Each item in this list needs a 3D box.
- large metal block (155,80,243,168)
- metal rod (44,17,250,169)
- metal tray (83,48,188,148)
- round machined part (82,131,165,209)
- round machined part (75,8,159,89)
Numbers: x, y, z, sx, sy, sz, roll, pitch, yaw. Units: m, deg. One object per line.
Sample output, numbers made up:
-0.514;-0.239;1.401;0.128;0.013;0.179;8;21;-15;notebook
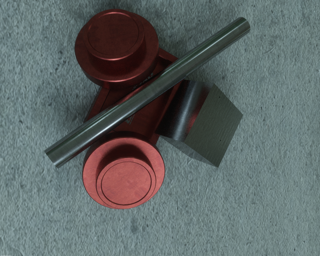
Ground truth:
0.053;-0.005;0.402;0.080;0.050;0.080;36;77;-41;large metal block
-0.002;-0.052;0.378;0.301;0.025;0.025;-37;102;-16;metal rod
-0.029;-0.043;0.397;0.090;0.030;0.130;26;81;-18;metal tray
-0.041;0.056;0.368;0.099;0.042;0.097;-4;111;-11;round machined part
-0.051;-0.098;0.361;0.099;0.042;0.098;0;71;1;round machined part
